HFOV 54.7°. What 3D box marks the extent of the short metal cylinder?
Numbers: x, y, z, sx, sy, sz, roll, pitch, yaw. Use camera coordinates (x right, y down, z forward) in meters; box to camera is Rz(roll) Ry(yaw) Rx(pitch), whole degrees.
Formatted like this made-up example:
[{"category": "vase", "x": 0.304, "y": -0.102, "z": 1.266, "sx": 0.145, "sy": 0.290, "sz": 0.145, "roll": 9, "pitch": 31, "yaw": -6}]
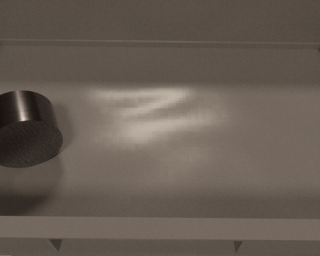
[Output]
[{"category": "short metal cylinder", "x": -0.161, "y": 0.002, "z": 0.365, "sx": 0.081, "sy": 0.080, "sz": 0.050, "roll": -18, "pitch": 53, "yaw": -15}]
